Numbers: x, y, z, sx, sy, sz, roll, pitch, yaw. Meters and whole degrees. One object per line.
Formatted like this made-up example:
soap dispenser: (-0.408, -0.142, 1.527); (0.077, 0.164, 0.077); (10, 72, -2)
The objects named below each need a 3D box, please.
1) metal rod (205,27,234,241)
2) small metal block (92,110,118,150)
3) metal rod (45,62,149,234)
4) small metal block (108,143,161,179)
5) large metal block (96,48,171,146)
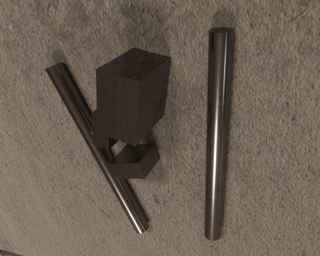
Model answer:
metal rod: (0.070, 0.030, 0.387); (0.025, 0.025, 0.298); (10, 123, 22)
small metal block: (-0.067, -0.007, 0.420); (0.025, 0.050, 0.050); (18, 125, 17)
metal rod: (-0.089, 0.042, 0.477); (0.025, 0.025, 0.299); (-12, 113, 33)
small metal block: (-0.035, 0.046, 0.436); (0.050, 0.050, 0.025); (-5, 116, 30)
large metal block: (-0.030, -0.039, 0.362); (0.050, 0.080, 0.079); (18, 126, 17)
